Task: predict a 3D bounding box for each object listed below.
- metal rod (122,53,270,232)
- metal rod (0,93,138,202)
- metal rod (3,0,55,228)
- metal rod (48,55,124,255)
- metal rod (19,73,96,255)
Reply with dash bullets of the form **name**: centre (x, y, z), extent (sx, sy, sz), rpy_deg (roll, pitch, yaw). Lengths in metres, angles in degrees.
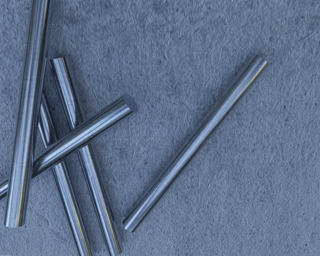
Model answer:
- **metal rod**: centre (0.039, 0.031, 0.421), extent (0.025, 0.025, 0.299), rpy_deg (33, 107, -12)
- **metal rod**: centre (-0.152, 0.045, 0.398), extent (0.300, 0.025, 0.025), rpy_deg (-32, 108, 21)
- **metal rod**: centre (-0.154, -0.027, 0.366), extent (0.025, 0.025, 0.298), rpy_deg (10, 98, -4)
- **metal rod**: centre (-0.096, 0.052, 0.427), extent (0.025, 0.025, 0.298), rpy_deg (-10, 110, 3)
- **metal rod**: centre (-0.136, 0.070, 0.434), extent (0.025, 0.025, 0.298), rpy_deg (-9, 110, 3)
